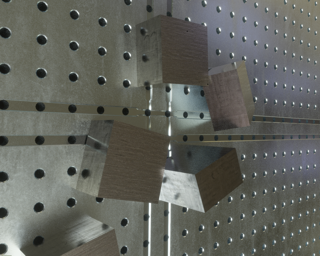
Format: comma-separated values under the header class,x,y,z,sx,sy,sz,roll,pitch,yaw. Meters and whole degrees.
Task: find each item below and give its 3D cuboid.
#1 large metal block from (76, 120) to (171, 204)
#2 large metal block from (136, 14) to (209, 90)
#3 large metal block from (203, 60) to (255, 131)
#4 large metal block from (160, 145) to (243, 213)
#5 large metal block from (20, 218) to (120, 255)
class,x,y,z,sx,sy,sz,roll,pitch,yaw
large metal block,-0.041,0.039,0.358,0.080,0.050,0.080,18,79,-39
large metal block,0.017,-0.094,0.406,0.081,0.050,0.080,-3,92,-40
large metal block,0.103,-0.050,0.458,0.080,0.050,0.080,-44,120,-61
large metal block,0.050,0.063,0.414,0.081,0.080,0.050,-25,106,-37
large metal block,-0.087,0.151,0.320,0.081,0.050,0.080,-16,101,-39
